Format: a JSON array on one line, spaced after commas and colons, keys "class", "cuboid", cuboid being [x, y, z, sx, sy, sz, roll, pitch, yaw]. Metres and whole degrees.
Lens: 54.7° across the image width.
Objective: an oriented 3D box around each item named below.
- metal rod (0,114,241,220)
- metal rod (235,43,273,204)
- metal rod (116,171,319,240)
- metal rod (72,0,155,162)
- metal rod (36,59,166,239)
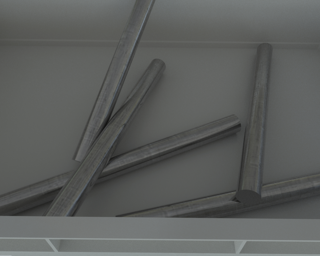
[{"class": "metal rod", "cuboid": [-0.037, 0.040, 0.370, 0.302, 0.025, 0.025, -19, 53, -16]}, {"class": "metal rod", "cuboid": [0.132, -0.031, 0.415, 0.025, 0.025, 0.301, 13, 46, 10]}, {"class": "metal rod", "cuboid": [0.104, 0.077, 0.341, 0.302, 0.025, 0.025, -10, 51, -9]}, {"class": "metal rod", "cuboid": [-0.047, -0.096, 0.406, 0.025, 0.025, 0.299, 16, 76, 12]}, {"class": "metal rod", "cuboid": [-0.051, -0.003, 0.382, 0.025, 0.025, 0.301, 15, 44, 12]}]
